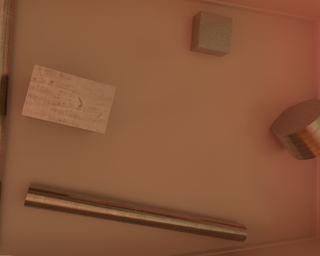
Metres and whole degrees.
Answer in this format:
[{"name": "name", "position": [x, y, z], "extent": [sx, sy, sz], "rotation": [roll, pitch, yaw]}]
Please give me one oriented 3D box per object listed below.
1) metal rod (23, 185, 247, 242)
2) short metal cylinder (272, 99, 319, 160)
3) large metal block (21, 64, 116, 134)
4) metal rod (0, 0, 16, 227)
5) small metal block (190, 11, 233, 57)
[{"name": "metal rod", "position": [-0.016, 0.116, 0.405], "extent": [0.302, 0.025, 0.025], "rotation": [16, 85, -20]}, {"name": "short metal cylinder", "position": [0.218, 0.002, 0.464], "extent": [0.080, 0.080, 0.050], "rotation": [-44, 104, -15]}, {"name": "large metal block", "position": [-0.102, -0.028, 0.344], "extent": [0.081, 0.080, 0.050], "rotation": [14, 85, -20]}, {"name": "metal rod", "position": [-0.183, -0.013, 0.343], "extent": [0.025, 0.025, 0.298], "rotation": [4, 89, -20]}, {"name": "small metal block", "position": [0.073, -0.132, 0.439], "extent": [0.050, 0.025, 0.050], "rotation": [5, 88, -20]}]
